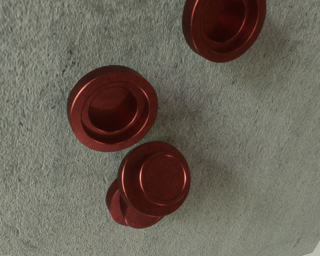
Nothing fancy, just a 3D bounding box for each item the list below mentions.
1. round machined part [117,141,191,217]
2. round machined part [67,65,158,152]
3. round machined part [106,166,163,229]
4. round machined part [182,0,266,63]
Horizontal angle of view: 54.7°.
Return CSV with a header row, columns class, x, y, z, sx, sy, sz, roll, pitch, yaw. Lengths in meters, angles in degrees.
class,x,y,z,sx,sy,sz,roll,pitch,yaw
round machined part,-0.002,0.065,0.402,0.099,0.042,0.098,6,77,-25
round machined part,-0.055,-0.025,0.350,0.099,0.042,0.097,-14,124,-21
round machined part,-0.025,0.106,0.448,0.099,0.042,0.097,-14,124,-21
round machined part,0.068,-0.128,0.354,0.099,0.042,0.097,-14,124,-21
